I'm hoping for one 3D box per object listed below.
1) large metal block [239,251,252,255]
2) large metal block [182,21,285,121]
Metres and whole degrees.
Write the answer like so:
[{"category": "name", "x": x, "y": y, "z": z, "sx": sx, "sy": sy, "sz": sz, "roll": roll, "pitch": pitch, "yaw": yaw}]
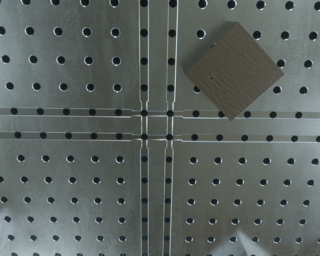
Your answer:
[{"category": "large metal block", "x": 0.142, "y": 0.259, "z": 0.496, "sx": 0.080, "sy": 0.050, "sz": 0.080, "roll": 40, "pitch": 105, "yaw": -13}, {"category": "large metal block", "x": 0.085, "y": -0.069, "z": 0.375, "sx": 0.080, "sy": 0.050, "sz": 0.080, "roll": 43, "pitch": 105, "yaw": -14}]
